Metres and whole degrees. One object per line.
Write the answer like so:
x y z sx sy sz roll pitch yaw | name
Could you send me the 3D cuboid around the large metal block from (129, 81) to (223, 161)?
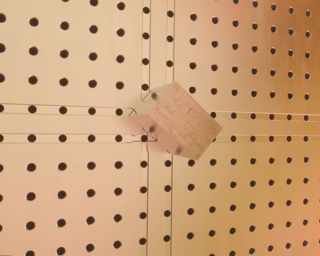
0.017 -0.008 0.389 0.080 0.080 0.050 43 77 -15 | large metal block
